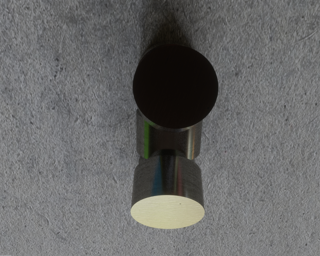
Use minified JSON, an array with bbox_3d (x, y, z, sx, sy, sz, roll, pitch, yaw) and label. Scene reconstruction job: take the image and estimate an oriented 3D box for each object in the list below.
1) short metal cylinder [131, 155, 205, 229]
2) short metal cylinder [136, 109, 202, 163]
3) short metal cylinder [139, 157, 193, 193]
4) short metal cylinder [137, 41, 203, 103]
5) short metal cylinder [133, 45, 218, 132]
[{"bbox_3d":[0.009,0.075,0.355,0.080,0.050,0.080,1,138,1],"label":"short metal cylinder"},{"bbox_3d":[0.011,0.003,0.383,0.081,0.080,0.050,1,110,-1],"label":"short metal cylinder"},{"bbox_3d":[0.009,0.063,0.421,0.081,0.050,0.079,0,110,0],"label":"short metal cylinder"},{"bbox_3d":[0.012,-0.063,0.375,0.081,0.050,0.079,0,110,0],"label":"short metal cylinder"},{"bbox_3d":[0.014,-0.037,0.315,0.081,0.050,0.080,0,85,-1],"label":"short metal cylinder"}]
